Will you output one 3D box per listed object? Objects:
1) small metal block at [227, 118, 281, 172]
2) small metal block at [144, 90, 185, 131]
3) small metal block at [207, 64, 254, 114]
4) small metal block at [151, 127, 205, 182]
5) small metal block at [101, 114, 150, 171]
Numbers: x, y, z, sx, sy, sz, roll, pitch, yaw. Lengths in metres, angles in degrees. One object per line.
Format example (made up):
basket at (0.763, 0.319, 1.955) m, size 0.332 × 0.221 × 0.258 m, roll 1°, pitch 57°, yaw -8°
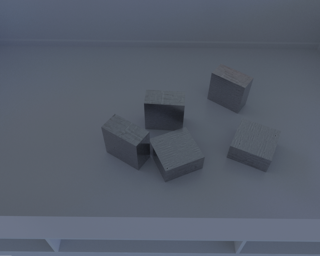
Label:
small metal block at (0.118, 0.021, 0.389) m, size 0.050 × 0.025 × 0.050 m, roll 21°, pitch 53°, yaw 16°
small metal block at (0.006, -0.022, 0.408) m, size 0.050 × 0.050 × 0.025 m, roll 3°, pitch 50°, yaw 2°
small metal block at (0.098, -0.055, 0.437) m, size 0.050 × 0.050 × 0.025 m, roll 30°, pitch 56°, yaw 22°
small metal block at (0.019, 0.032, 0.379) m, size 0.050 × 0.025 × 0.050 m, roll -18°, pitch 53°, yaw -15°
small metal block at (-0.040, 0.017, 0.374) m, size 0.050 × 0.050 × 0.025 m, roll 27°, pitch 55°, yaw 20°
